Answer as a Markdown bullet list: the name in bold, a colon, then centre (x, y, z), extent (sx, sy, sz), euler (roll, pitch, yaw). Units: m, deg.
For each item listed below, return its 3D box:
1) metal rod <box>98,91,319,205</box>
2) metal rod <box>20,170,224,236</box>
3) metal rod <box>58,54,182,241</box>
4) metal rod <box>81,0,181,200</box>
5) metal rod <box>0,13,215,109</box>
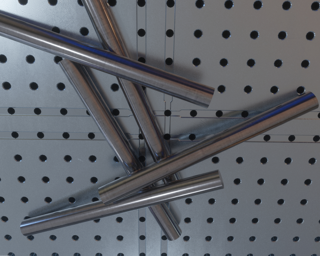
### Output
- **metal rod**: centre (0.062, 0.026, 0.404), extent (0.301, 0.025, 0.025), euler (-25, 109, 0)
- **metal rod**: centre (-0.062, 0.108, 0.430), extent (0.301, 0.025, 0.025), euler (-17, 110, 14)
- **metal rod**: centre (-0.046, 0.038, 0.426), extent (0.025, 0.025, 0.299), euler (-26, 109, 9)
- **metal rod**: centre (-0.028, -0.033, 0.400), extent (0.025, 0.025, 0.299), euler (-21, 109, 7)
- **metal rod**: centre (-0.084, -0.084, 0.358), extent (0.301, 0.025, 0.025), euler (20, 109, 1)
